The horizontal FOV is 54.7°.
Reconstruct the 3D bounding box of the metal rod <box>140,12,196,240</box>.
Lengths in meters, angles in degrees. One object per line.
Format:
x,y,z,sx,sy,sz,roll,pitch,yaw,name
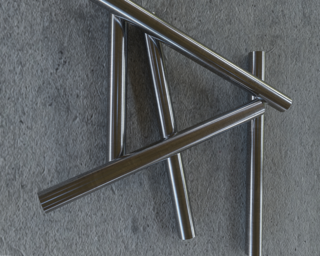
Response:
0.010,0.000,0.412,0.025,0.025,0.298,-12,94,-20,metal rod

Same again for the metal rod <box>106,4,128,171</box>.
-0.053,-0.097,0.389,0.025,0.025,0.298,1,90,-20,metal rod

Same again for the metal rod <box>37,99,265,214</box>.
0.005,0.026,0.382,0.302,0.025,0.025,-23,98,-19,metal rod

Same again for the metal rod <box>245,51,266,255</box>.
0.142,0.037,0.460,0.025,0.025,0.298,1,90,-20,metal rod

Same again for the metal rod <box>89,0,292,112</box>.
0.052,-0.096,0.399,0.301,0.025,0.025,26,82,-18,metal rod
